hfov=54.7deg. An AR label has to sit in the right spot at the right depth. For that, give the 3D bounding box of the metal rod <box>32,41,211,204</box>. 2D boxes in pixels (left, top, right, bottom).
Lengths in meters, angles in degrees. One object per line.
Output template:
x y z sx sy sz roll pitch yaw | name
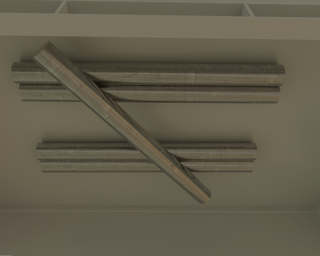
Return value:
-0.026 0.012 0.385 0.025 0.025 0.300 -31 124 23 | metal rod

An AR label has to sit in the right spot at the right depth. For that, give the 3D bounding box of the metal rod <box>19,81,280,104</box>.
-0.011 -0.043 0.370 0.302 0.025 0.025 0 130 -1 | metal rod

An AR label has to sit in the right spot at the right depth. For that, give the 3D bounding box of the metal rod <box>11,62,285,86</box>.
-0.012 -0.062 0.354 0.302 0.025 0.025 0 130 -1 | metal rod

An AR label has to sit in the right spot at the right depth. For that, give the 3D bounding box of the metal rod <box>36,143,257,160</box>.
-0.018 0.033 0.434 0.302 0.025 0.025 0 130 -1 | metal rod

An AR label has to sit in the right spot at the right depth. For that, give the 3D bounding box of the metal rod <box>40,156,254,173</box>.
-0.018 0.052 0.451 0.302 0.025 0.025 0 130 -1 | metal rod
